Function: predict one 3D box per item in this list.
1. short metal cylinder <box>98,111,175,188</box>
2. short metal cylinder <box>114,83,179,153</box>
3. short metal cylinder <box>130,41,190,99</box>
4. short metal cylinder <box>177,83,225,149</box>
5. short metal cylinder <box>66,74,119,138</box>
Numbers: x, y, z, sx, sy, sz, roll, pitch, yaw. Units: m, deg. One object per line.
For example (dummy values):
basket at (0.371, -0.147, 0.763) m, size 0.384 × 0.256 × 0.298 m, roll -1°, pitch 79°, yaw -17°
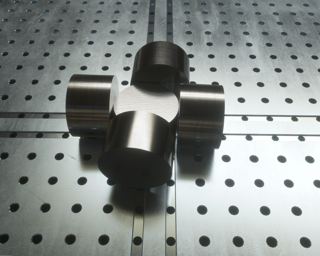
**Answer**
short metal cylinder at (-0.024, 0.026, 0.348) m, size 0.080 × 0.080 × 0.050 m, roll 5°, pitch 50°, yaw 4°
short metal cylinder at (-0.017, -0.013, 0.403) m, size 0.081 × 0.050 × 0.080 m, roll 1°, pitch 50°, yaw -1°
short metal cylinder at (0.001, -0.073, 0.433) m, size 0.080 × 0.080 × 0.050 m, roll 2°, pitch 50°, yaw 2°
short metal cylinder at (0.048, -0.015, 0.385) m, size 0.050 × 0.080 × 0.080 m, roll 3°, pitch 50°, yaw 2°
short metal cylinder at (-0.083, -0.028, 0.394) m, size 0.050 × 0.080 × 0.080 m, roll 2°, pitch 50°, yaw 0°
